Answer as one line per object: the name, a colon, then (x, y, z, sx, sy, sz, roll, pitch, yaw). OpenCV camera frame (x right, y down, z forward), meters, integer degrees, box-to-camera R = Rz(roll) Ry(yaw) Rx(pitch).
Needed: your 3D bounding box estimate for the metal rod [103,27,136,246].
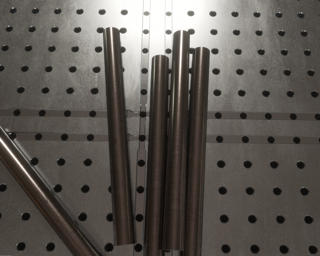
metal rod: (-0.057, -0.003, 0.412, 0.025, 0.025, 0.299, -6, 70, -2)

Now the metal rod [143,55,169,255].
metal rod: (-0.004, 0.041, 0.396, 0.025, 0.025, 0.299, 2, 70, 0)

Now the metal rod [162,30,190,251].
metal rod: (0.023, -0.001, 0.404, 0.025, 0.025, 0.299, 3, 67, 1)

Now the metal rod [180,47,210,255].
metal rod: (0.047, 0.028, 0.401, 0.025, 0.025, 0.299, 5, 70, 1)

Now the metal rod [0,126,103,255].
metal rod: (-0.123, 0.105, 0.371, 0.025, 0.025, 0.300, -41, 75, -14)
